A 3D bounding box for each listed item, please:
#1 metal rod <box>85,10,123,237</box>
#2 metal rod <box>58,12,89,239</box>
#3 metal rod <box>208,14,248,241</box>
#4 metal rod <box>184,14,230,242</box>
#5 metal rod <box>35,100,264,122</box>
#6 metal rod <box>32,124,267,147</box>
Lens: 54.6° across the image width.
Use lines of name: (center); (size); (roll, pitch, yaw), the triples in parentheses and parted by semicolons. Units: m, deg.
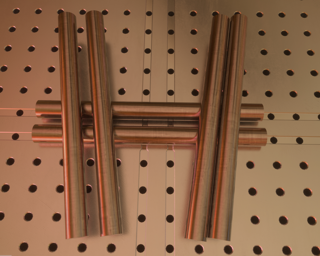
metal rod: (-0.074, -0.021, 0.393); (0.025, 0.025, 0.299); (-7, 70, -3)
metal rod: (-0.112, -0.018, 0.392); (0.025, 0.025, 0.299); (-8, 70, -3)
metal rod: (0.089, -0.016, 0.392); (0.025, 0.025, 0.299); (9, 70, 3)
metal rod: (0.063, -0.015, 0.392); (0.025, 0.025, 0.299); (9, 70, 3)
metal rod: (-0.014, -0.023, 0.421); (0.302, 0.025, 0.025); (1, 70, 0)
metal rod: (-0.013, 0.010, 0.409); (0.302, 0.025, 0.025); (1, 70, 0)
